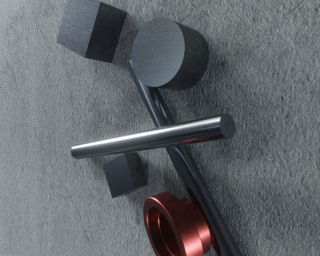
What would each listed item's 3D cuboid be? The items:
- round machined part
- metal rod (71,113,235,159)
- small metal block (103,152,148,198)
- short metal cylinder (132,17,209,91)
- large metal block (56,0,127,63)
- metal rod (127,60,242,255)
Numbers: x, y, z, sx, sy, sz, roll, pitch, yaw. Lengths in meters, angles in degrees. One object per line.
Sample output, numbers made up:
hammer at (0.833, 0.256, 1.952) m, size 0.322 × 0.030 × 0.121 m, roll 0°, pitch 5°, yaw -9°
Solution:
round machined part at (0.022, 0.120, 0.358) m, size 0.098 × 0.042 × 0.097 m, roll 39°, pitch 137°, yaw 50°
metal rod at (-0.036, 0.019, 0.406) m, size 0.299 × 0.025 × 0.025 m, roll -12°, pitch 83°, yaw 47°
small metal block at (-0.051, 0.068, 0.445) m, size 0.050 × 0.025 × 0.050 m, roll -31°, pitch 71°, yaw 35°
short metal cylinder at (0.012, -0.088, 0.377) m, size 0.080 × 0.050 × 0.079 m, roll 0°, pitch 90°, yaw 39°
large metal block at (-0.106, -0.154, 0.473) m, size 0.080 × 0.050 × 0.079 m, roll 32°, pitch 110°, yaw 35°
metal rod at (0.027, 0.037, 0.381) m, size 0.025 × 0.025 × 0.299 m, roll -39°, pitch 67°, yaw 33°
